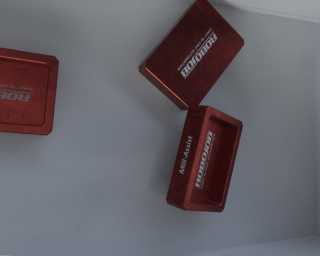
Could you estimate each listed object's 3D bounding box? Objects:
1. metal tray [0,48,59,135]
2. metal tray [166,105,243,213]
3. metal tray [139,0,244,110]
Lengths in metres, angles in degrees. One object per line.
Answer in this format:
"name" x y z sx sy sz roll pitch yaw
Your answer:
"metal tray" -0.184 -0.042 0.339 0.131 0.030 0.089 6 88 -20
"metal tray" 0.062 0.043 0.411 0.091 0.030 0.129 19 83 -44
"metal tray" 0.045 -0.100 0.424 0.090 0.030 0.130 41 77 -16
